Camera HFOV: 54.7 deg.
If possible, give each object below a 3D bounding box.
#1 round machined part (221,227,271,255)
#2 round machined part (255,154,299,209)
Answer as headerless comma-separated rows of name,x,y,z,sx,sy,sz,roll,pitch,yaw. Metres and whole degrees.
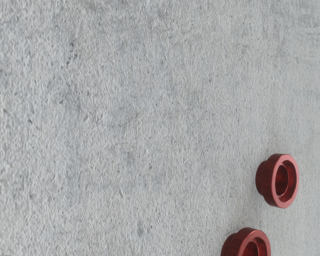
round machined part,0.137,0.212,0.509,0.099,0.042,0.097,0,90,-40
round machined part,0.214,0.096,0.573,0.099,0.042,0.097,0,90,-40
